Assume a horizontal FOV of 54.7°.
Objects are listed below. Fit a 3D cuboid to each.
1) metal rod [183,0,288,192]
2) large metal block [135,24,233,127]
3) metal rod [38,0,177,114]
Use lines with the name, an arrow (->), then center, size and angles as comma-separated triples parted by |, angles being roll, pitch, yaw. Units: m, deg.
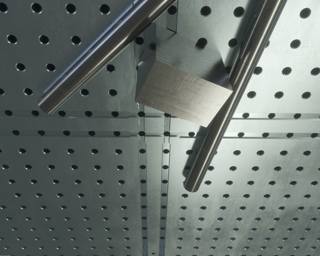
metal rod -> 0.081, -0.019, 0.396 | 0.025, 0.025, 0.298 | 9, 130, -8
large metal block -> 0.022, -0.056, 0.328 | 0.081, 0.080, 0.050 | 19, 127, -16
metal rod -> -0.030, -0.105, 0.321 | 0.299, 0.025, 0.025 | -35, 122, 26
